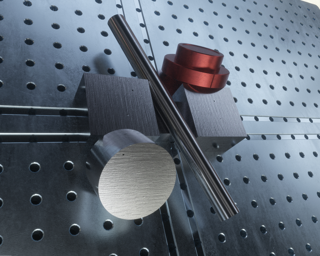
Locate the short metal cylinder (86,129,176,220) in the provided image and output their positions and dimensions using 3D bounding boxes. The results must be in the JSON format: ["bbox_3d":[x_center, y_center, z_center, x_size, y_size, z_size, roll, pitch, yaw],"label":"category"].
[{"bbox_3d":[-0.031,0.046,0.320,0.081,0.050,0.079,-8,108,-25],"label":"short metal cylinder"}]

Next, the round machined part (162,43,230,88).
[{"bbox_3d":[0.055,-0.095,0.453,0.099,0.042,0.098,12,23,-5],"label":"round machined part"}]

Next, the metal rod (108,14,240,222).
[{"bbox_3d":[0.009,-0.024,0.394,0.025,0.025,0.299,-19,72,-35],"label":"metal rod"}]

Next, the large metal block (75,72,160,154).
[{"bbox_3d":[-0.054,-0.015,0.373,0.081,0.050,0.080,2,61,-27],"label":"large metal block"}]

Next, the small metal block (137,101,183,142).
[{"bbox_3d":[0.000,-0.009,0.414,0.050,0.025,0.050,1,61,-28],"label":"small metal block"}]

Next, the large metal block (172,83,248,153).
[{"bbox_3d":[0.064,-0.013,0.435,0.081,0.050,0.080,1,61,-28],"label":"large metal block"}]
